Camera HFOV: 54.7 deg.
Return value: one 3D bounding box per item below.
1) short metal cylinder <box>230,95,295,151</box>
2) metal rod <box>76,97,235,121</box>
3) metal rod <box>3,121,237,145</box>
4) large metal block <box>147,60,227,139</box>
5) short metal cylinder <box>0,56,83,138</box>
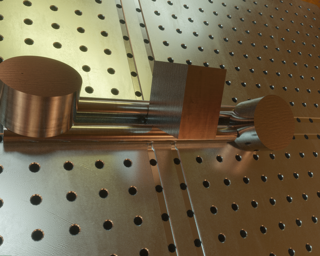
[{"bbox_3d":[0.151,-0.005,0.460,0.081,0.050,0.080,4,82,-27],"label":"short metal cylinder"},{"bbox_3d":[0.031,-0.024,0.438,0.303,0.025,0.025,1,62,-28],"label":"metal rod"},{"bbox_3d":[-0.027,0.006,0.389,0.303,0.025,0.025,1,62,-28],"label":"metal rod"},{"bbox_3d":[0.029,-0.036,0.372,0.050,0.080,0.079,1,103,-28],"label":"large metal block"},{"bbox_3d":[-0.127,-0.035,0.326,0.081,0.050,0.080,15,34,-10],"label":"short metal cylinder"}]
